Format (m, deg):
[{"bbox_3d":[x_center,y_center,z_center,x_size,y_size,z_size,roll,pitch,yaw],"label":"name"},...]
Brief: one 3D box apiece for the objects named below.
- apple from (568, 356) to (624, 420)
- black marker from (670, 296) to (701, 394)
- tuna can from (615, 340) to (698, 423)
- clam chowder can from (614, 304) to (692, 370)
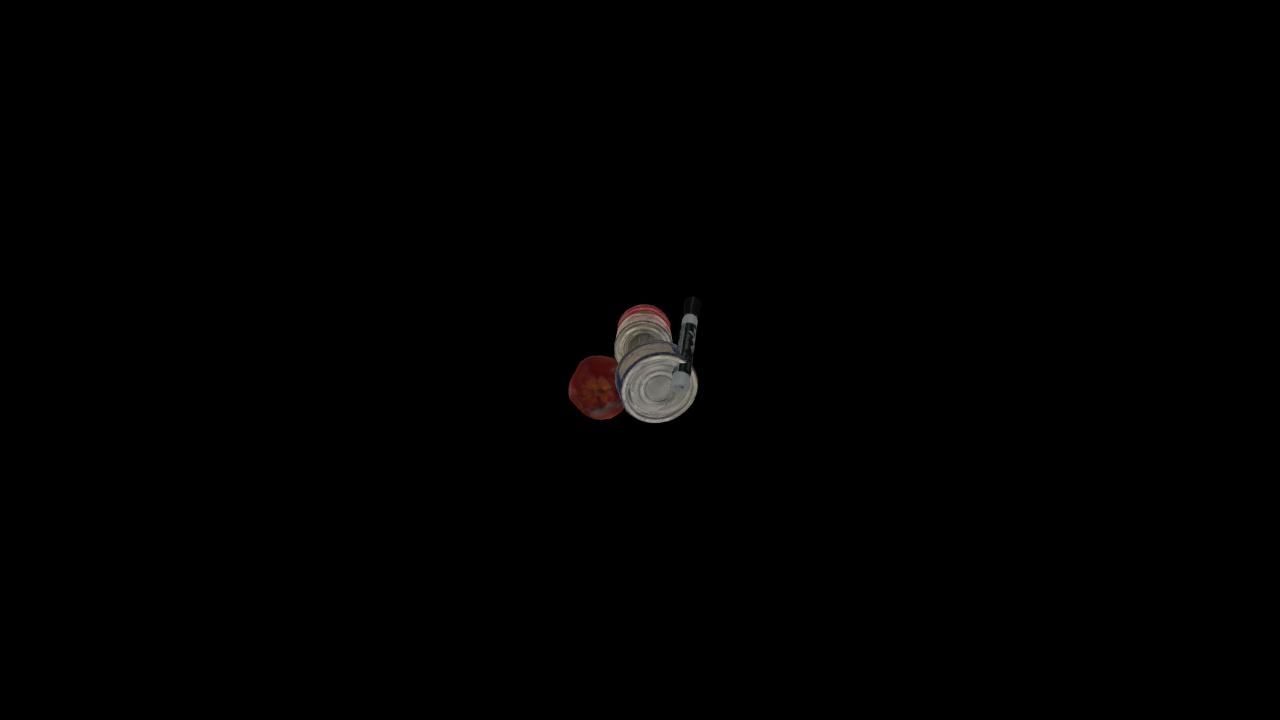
[{"bbox_3d":[-0.046,0.032,0.733,0.079,0.079,0.093,0,-1,1],"label":"apple"},{"bbox_3d":[0.049,-0.019,0.643,0.020,0.121,0.020,8,-36,5],"label":"black marker"},{"bbox_3d":[0.018,0.024,0.639,0.084,0.084,0.034,0,27,-11],"label":"tuna can"},{"bbox_3d":[0.004,-0.024,0.723,0.068,0.068,0.102,0,16,1],"label":"clam chowder can"}]
